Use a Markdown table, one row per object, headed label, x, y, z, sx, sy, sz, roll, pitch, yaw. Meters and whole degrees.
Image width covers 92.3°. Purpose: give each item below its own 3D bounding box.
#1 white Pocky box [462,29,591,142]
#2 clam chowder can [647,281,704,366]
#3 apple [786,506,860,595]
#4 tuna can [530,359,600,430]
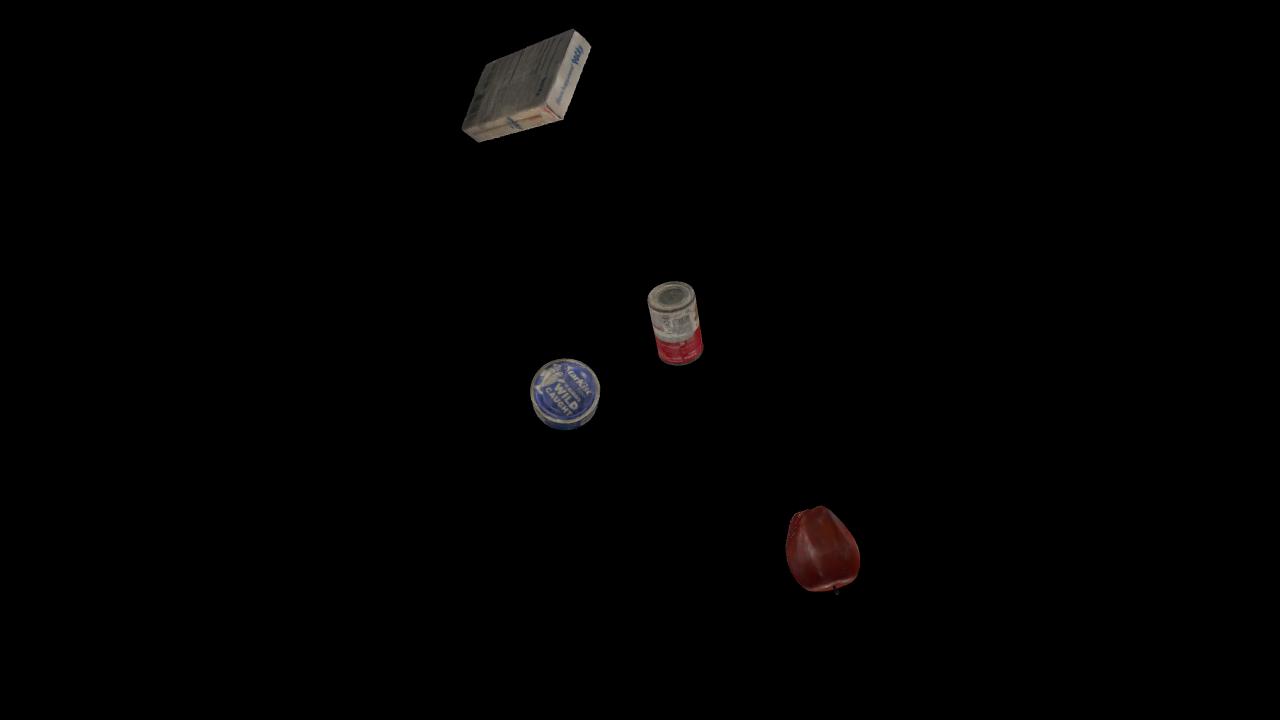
| label | x | y | z | sx | sy | sz | roll | pitch | yaw |
| --- | --- | --- | --- | --- | --- | --- | --- | --- | --- |
| white Pocky box | -0.119 | -0.271 | 0.617 | 0.154 | 0.084 | 0.028 | 9 | -13 | 44 |
| clam chowder can | 0.050 | -0.051 | 0.866 | 0.068 | 0.102 | 0.068 | -8 | 43 | 7 |
| apple | 0.201 | 0.212 | 0.682 | 0.079 | 0.093 | 0.079 | -11 | -23 | -5 |
| tuna can | -0.091 | 0.043 | 0.753 | 0.084 | 0.084 | 0.034 | 0 | -24 | -6 |
